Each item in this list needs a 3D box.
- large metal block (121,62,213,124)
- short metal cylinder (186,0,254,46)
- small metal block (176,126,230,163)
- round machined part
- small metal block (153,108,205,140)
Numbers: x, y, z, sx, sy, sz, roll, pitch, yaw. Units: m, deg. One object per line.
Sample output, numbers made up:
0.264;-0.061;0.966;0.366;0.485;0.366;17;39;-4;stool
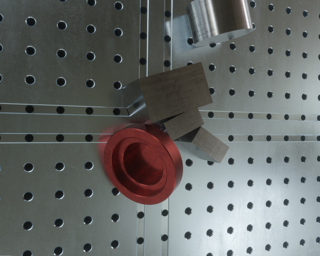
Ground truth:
0.005;-0.041;0.386;0.081;0.080;0.050;-19;97;-19;large metal block
0.079;-0.145;0.414;0.081;0.080;0.050;-15;96;-20;short metal cylinder
0.057;0.022;0.422;0.050;0.050;0.025;36;79;-17;small metal block
-0.016;0.040;0.379;0.042;0.098;0.098;-33;105;-57;round machined part
0.022;-0.006;0.409;0.050;0.050;0.025;-27;99;-18;small metal block
